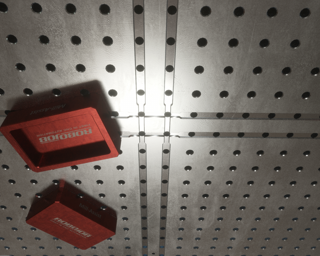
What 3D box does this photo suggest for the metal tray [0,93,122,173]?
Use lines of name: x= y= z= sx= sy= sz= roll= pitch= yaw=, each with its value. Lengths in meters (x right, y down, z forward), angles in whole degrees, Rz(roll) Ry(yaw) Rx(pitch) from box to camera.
metal tray: x=-0.128 y=0.010 z=0.414 sx=0.131 sy=0.030 sz=0.090 roll=-12 pitch=130 yaw=9

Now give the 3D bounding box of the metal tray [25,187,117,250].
metal tray: x=-0.152 y=0.163 z=0.545 sx=0.090 sy=0.030 sz=0.130 roll=-34 pitch=123 yaw=25
